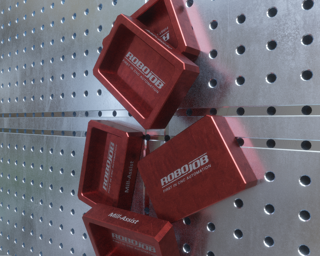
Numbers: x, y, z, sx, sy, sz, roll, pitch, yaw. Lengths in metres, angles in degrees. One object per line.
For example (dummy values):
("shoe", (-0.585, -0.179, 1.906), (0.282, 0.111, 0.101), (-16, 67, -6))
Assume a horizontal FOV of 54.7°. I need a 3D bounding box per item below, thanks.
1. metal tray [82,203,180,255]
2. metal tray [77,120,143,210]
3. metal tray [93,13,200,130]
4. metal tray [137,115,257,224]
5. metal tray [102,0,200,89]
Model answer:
("metal tray", (-0.037, 0.154, 0.407), (0.130, 0.030, 0.089), (3, 116, 36))
("metal tray", (-0.078, 0.059, 0.467), (0.090, 0.030, 0.129), (17, 101, 38))
("metal tray", (-0.023, -0.070, 0.383), (0.130, 0.030, 0.089), (45, 117, 30))
("metal tray", (0.038, 0.053, 0.373), (0.130, 0.030, 0.090), (-36, 68, 33))
("metal tray", (-0.018, -0.110, 0.418), (0.130, 0.030, 0.090), (-26, 74, 36))
